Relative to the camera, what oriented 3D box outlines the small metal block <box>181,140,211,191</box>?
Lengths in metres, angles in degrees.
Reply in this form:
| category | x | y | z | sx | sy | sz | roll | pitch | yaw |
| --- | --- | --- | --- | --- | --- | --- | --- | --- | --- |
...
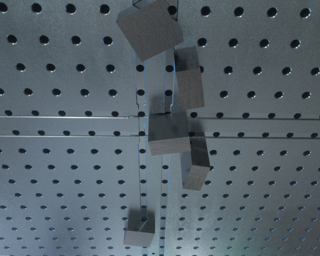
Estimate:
| category | x | y | z | sx | sy | sz | roll | pitch | yaw |
| --- | --- | --- | --- | --- | --- | --- | --- | --- | --- |
| small metal block | 0.049 | 0.053 | 0.441 | 0.025 | 0.050 | 0.050 | 9 | 130 | -8 |

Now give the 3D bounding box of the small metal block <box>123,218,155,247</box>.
| category | x | y | z | sx | sy | sz | roll | pitch | yaw |
| --- | --- | --- | --- | --- | --- | --- | --- | --- | --- |
| small metal block | -0.039 | 0.197 | 0.579 | 0.050 | 0.025 | 0.050 | 9 | 130 | -9 |

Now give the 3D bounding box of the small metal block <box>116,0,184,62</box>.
| category | x | y | z | sx | sy | sz | roll | pitch | yaw |
| --- | --- | --- | --- | --- | --- | --- | --- | --- | --- |
| small metal block | -0.009 | -0.105 | 0.322 | 0.050 | 0.025 | 0.050 | -22 | 127 | 17 |

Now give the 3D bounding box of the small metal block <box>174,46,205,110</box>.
| category | x | y | z | sx | sy | sz | roll | pitch | yaw |
| --- | --- | --- | --- | --- | --- | --- | --- | --- | --- |
| small metal block | 0.033 | -0.056 | 0.348 | 0.025 | 0.050 | 0.050 | -9 | 130 | 7 |

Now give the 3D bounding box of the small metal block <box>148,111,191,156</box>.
| category | x | y | z | sx | sy | sz | roll | pitch | yaw |
| --- | --- | --- | --- | --- | --- | --- | --- | --- | --- |
| small metal block | 0.012 | 0.007 | 0.401 | 0.050 | 0.050 | 0.025 | -7 | 130 | 5 |
